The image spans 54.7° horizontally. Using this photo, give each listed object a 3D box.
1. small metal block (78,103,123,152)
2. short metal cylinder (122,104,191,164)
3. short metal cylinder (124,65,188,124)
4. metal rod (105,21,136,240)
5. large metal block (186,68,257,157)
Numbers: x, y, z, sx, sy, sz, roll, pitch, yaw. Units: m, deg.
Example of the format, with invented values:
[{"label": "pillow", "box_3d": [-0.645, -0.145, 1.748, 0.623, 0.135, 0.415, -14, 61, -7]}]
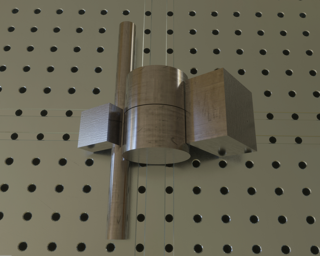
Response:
[{"label": "small metal block", "box_3d": [-0.076, 0.000, 0.395, 0.050, 0.025, 0.050, -13, 65, 32]}, {"label": "short metal cylinder", "box_3d": [-0.004, 0.010, 0.374, 0.081, 0.080, 0.050, 0, 70, 0]}, {"label": "short metal cylinder", "box_3d": [-0.004, -0.037, 0.392, 0.081, 0.080, 0.050, 0, 70, 0]}, {"label": "metal rod", "box_3d": [-0.049, -0.011, 0.411, 0.025, 0.025, 0.299, 1, 70, 0]}, {"label": "large metal block", "box_3d": [0.075, -0.015, 0.377, 0.050, 0.080, 0.080, -14, 66, 36]}]
